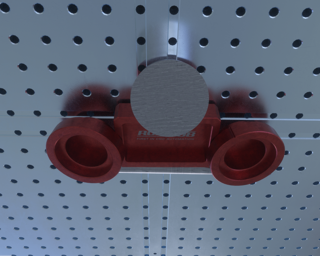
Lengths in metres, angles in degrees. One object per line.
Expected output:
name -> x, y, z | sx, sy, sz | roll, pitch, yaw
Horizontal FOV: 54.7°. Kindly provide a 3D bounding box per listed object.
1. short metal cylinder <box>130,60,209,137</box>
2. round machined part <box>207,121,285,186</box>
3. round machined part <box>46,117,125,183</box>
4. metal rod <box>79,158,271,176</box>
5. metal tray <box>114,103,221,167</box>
short metal cylinder -> 0.010, -0.035, 0.341 | 0.081, 0.050, 0.079 | 0, 104, 0
round machined part -> 0.110, 0.029, 0.415 | 0.099, 0.042, 0.097 | -5, 129, -6
round machined part -> -0.094, 0.025, 0.409 | 0.099, 0.042, 0.097 | 5, 128, 6
metal rod -> 0.010, 0.055, 0.453 | 0.302, 0.025, 0.025 | 1, 130, -2
metal tray -> 0.008, 0.012, 0.413 | 0.131, 0.030, 0.089 | 0, 131, -1
